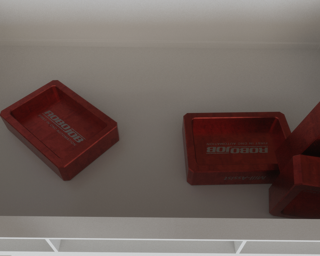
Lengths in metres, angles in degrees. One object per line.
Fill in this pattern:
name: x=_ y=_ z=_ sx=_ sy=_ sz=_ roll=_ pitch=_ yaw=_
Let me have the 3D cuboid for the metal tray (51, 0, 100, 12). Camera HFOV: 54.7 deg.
metal tray: x=-0.174 y=-0.293 z=0.648 sx=0.091 sy=0.030 sz=0.130 roll=-6 pitch=50 yaw=-5

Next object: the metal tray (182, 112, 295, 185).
metal tray: x=0.096 y=0.023 z=0.383 sx=0.131 sy=0.030 sz=0.090 roll=-1 pitch=50 yaw=-1

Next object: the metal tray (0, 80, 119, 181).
metal tray: x=-0.129 y=-0.003 z=0.402 sx=0.130 sy=0.030 sz=0.090 roll=34 pitch=57 yaw=25

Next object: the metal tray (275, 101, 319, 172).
metal tray: x=0.200 y=0.024 z=0.315 sx=0.131 sy=0.089 sz=0.030 roll=11 pitch=48 yaw=-9

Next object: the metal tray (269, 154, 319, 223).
metal tray: x=0.185 y=0.068 z=0.305 sx=0.131 sy=0.090 sz=0.030 roll=8 pitch=58 yaw=6
